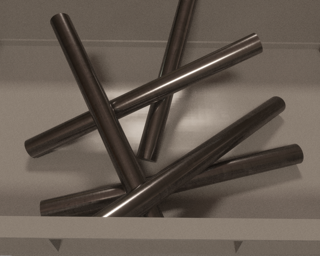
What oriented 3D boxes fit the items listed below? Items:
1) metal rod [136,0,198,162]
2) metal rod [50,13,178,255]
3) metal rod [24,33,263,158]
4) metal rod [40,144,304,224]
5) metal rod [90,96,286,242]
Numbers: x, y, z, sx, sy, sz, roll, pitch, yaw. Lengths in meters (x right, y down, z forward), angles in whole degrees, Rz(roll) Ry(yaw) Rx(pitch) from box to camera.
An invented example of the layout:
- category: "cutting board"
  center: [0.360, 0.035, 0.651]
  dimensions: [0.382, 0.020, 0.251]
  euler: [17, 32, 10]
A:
- category: "metal rod"
  center: [0.020, -0.102, 0.409]
  dimensions: [0.025, 0.025, 0.299]
  euler: [12, 77, 10]
- category: "metal rod"
  center: [-0.060, -0.007, 0.344]
  dimensions: [0.025, 0.025, 0.299]
  euler: [-22, 72, -18]
- category: "metal rod"
  center: [-0.023, -0.036, 0.371]
  dimensions: [0.301, 0.025, 0.025]
  euler: [-25, 52, 4]
- category: "metal rod"
  center: [0.022, 0.060, 0.354]
  dimensions: [0.302, 0.025, 0.025]
  euler: [-11, 51, -10]
- category: "metal rod"
  center: [0.057, 0.026, 0.348]
  dimensions: [0.302, 0.025, 0.025]
  euler: [-29, 55, -35]
